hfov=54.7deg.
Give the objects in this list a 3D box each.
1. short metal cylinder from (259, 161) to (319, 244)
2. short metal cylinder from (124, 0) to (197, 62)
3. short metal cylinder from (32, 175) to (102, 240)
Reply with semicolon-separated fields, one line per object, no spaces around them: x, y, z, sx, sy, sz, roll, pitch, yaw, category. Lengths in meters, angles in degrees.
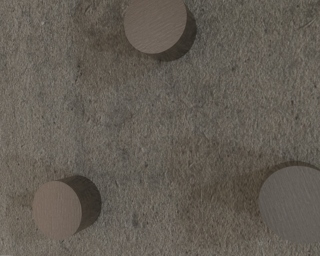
0.152;0.079;0.342;0.080;0.050;0.080;0;90;20;short metal cylinder
0.002;-0.129;0.395;0.080;0.050;0.080;0;90;20;short metal cylinder
-0.132;0.111;0.442;0.080;0.050;0.080;0;90;20;short metal cylinder
